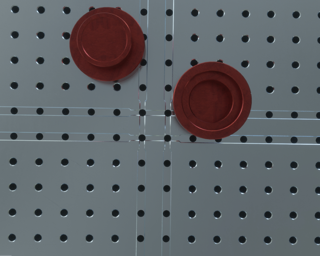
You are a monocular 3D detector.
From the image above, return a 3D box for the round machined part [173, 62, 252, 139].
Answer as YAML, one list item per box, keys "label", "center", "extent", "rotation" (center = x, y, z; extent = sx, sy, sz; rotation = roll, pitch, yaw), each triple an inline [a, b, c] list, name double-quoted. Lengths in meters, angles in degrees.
- label: "round machined part"
  center: [0.065, -0.034, 0.406]
  extent: [0.099, 0.042, 0.097]
  rotation: [0, 90, -1]

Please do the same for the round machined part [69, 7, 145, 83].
- label: "round machined part"
  center: [-0.069, -0.110, 0.404]
  extent: [0.099, 0.042, 0.097]
  rotation: [0, 90, -1]
